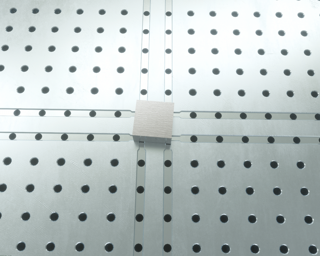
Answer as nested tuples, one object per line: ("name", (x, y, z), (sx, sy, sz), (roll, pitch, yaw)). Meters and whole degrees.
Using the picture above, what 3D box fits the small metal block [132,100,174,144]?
("small metal block", (-0.008, -0.008, 0.414), (0.050, 0.025, 0.050), (5, 70, 1))
